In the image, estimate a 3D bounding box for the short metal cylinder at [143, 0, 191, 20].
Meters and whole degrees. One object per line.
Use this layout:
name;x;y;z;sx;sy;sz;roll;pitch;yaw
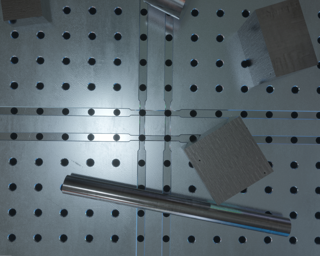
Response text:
short metal cylinder;0.020;-0.184;0.386;0.050;0.080;0.080;27;90;-1

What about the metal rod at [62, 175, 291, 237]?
metal rod;0.022;0.104;0.413;0.302;0.025;0.025;11;90;-1

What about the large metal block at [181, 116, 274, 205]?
large metal block;0.084;0.040;0.402;0.080;0.050;0.080;-31;90;0

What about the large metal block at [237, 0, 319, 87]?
large metal block;0.143;-0.102;0.388;0.050;0.080;0.080;-17;90;0

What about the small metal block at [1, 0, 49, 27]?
small metal block;-0.180;-0.166;0.411;0.050;0.025;0.050;-8;90;-1
